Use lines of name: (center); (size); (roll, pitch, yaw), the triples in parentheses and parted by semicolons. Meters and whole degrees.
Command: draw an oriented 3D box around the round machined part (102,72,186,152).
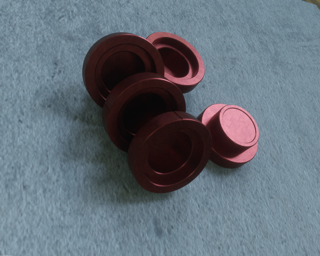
round machined part: (-0.022, -0.020, 0.371); (0.099, 0.097, 0.042); (-1, 28, -29)

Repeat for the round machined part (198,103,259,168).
round machined part: (0.102, 0.006, 0.447); (0.099, 0.042, 0.098); (14, 56, -21)

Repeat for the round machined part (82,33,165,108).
round machined part: (-0.047, -0.070, 0.388); (0.099, 0.097, 0.042); (5, 19, -26)

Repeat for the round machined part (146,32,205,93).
round machined part: (0.013, -0.090, 0.456); (0.099, 0.042, 0.098); (14, 55, -21)

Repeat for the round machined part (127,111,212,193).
round machined part: (0.008, 0.024, 0.360); (0.099, 0.097, 0.042); (-1, 28, -29)
